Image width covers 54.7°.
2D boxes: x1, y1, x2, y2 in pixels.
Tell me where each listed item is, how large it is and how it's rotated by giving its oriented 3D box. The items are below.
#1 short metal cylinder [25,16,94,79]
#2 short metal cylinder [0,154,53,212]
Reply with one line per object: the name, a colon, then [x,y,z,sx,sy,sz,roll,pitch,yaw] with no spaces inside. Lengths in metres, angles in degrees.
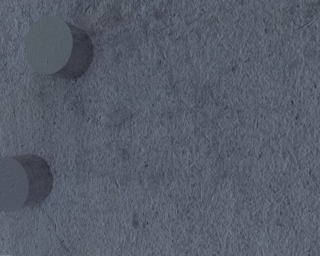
short metal cylinder: [-0.145,-0.113,0.447,0.080,0.050,0.080,0,90,20]
short metal cylinder: [-0.213,0.082,0.471,0.080,0.050,0.080,0,90,20]
